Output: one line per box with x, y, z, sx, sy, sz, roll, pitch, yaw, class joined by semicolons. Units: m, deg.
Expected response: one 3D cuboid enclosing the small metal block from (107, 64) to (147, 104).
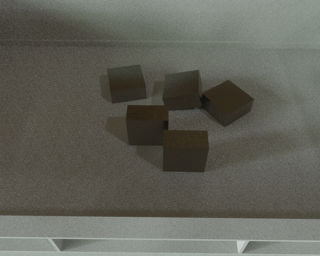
-0.050;-0.066;0.460;0.050;0.025;0.050;-9;51;-8;small metal block

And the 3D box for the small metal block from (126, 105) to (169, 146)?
-0.015;-0.003;0.391;0.050;0.050;0.025;0;50;0;small metal block

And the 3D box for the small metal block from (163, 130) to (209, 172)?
0.029;0.028;0.365;0.050;0.050;0.025;1;50;1;small metal block

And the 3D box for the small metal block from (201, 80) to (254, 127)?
0.094;-0.036;0.435;0.050;0.025;0.050;-29;56;-23;small metal block

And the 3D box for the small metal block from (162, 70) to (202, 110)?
0.033;-0.054;0.443;0.050;0.025;0.050;-6;48;15;small metal block
